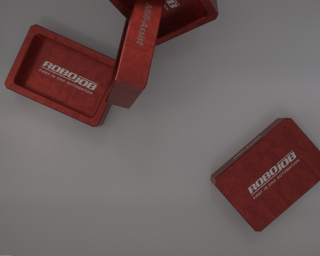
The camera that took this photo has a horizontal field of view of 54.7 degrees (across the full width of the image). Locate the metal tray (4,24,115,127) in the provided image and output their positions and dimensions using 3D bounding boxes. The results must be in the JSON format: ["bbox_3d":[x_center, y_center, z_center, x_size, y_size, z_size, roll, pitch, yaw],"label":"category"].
[{"bbox_3d":[-0.121,-0.067,0.407,0.131,0.030,0.090,24,90,0],"label":"metal tray"}]

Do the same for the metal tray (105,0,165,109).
[{"bbox_3d":[-0.028,-0.096,0.352,0.030,0.090,0.130,15,75,-14],"label":"metal tray"}]

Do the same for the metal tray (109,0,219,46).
[{"bbox_3d":[-0.006,-0.151,0.328,0.090,0.130,0.030,-17,58,29],"label":"metal tray"}]

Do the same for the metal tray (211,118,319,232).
[{"bbox_3d":[0.145,0.060,0.410,0.130,0.030,0.090,-41,90,0],"label":"metal tray"}]
